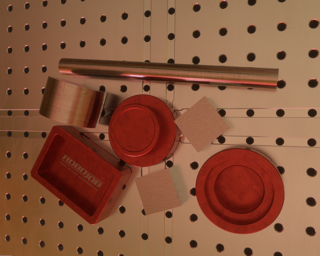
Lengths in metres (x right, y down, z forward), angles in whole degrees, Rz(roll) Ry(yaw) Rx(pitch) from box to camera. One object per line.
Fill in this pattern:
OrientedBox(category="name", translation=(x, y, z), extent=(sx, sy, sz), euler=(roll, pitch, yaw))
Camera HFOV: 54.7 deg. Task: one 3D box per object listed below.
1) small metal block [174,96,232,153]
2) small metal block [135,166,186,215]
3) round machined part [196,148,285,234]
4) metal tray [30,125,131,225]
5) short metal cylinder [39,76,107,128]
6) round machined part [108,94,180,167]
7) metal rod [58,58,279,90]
OrientedBox(category="small metal block", translation=(0.055, -0.005, 0.393), extent=(0.050, 0.025, 0.050), euler=(-40, 78, 15))
OrientedBox(category="small metal block", translation=(0.001, 0.083, 0.412), extent=(0.050, 0.025, 0.050), euler=(-20, 83, 18))
OrientedBox(category="round machined part", translation=(0.095, 0.071, 0.370), extent=(0.098, 0.042, 0.097), euler=(0, 90, 20))
OrientedBox(category="metal tray", translation=(-0.117, 0.065, 0.451), extent=(0.130, 0.030, 0.090), euler=(32, 101, 17))
OrientedBox(category="short metal cylinder", translation=(-0.118, -0.036, 0.425), extent=(0.080, 0.080, 0.050), euler=(19, 96, 19))
OrientedBox(category="round machined part", translation=(-0.026, 0.003, 0.412), extent=(0.098, 0.042, 0.097), euler=(-1, 87, 19))
OrientedBox(category="metal rod", translation=(-0.003, -0.075, 0.413), extent=(0.301, 0.025, 0.025), euler=(7, 93, 19))
